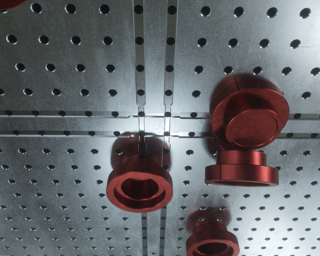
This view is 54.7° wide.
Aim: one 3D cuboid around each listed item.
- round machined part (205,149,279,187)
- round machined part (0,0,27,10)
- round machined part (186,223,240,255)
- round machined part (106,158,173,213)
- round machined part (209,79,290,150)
[{"bbox_3d":[0.112,0.056,0.431,0.099,0.042,0.098,3,166,1],"label":"round machined part"},{"bbox_3d":[-0.146,-0.157,0.265,0.099,0.042,0.097,-1,130,0],"label":"round machined part"},{"bbox_3d":[0.098,0.217,0.587,0.099,0.042,0.097,-1,130,0],"label":"round machined part"},{"bbox_3d":[-0.030,0.084,0.471,0.099,0.042,0.097,-1,130,0],"label":"round machined part"},{"bbox_3d":[0.115,-0.010,0.394,0.099,0.042,0.097,-1,130,0],"label":"round machined part"}]
